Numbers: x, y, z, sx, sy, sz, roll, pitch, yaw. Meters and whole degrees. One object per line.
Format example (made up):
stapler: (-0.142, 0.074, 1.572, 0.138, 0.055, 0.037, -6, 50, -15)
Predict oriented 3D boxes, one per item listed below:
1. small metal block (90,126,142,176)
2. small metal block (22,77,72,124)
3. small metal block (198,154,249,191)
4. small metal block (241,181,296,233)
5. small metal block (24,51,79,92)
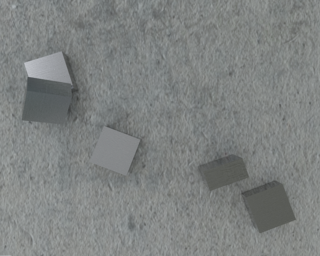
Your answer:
small metal block: (-0.058, 0.029, 0.409, 0.050, 0.025, 0.050, 21, 90, -1)
small metal block: (-0.141, -0.033, 0.386, 0.050, 0.050, 0.025, 6, 46, -27)
small metal block: (0.080, 0.056, 0.399, 0.050, 0.050, 0.025, -19, 90, 0)
small metal block: (0.143, 0.104, 0.412, 0.050, 0.025, 0.050, -21, 90, -1)
small metal block: (-0.142, -0.067, 0.408, 0.050, 0.025, 0.050, -18, 90, -1)
